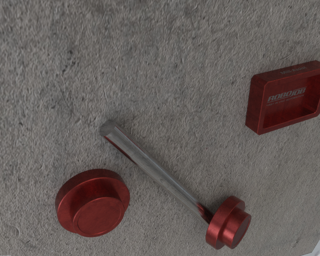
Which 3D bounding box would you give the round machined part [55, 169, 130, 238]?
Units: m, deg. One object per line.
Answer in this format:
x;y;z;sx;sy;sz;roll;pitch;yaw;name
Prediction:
-0.086;0.107;0.415;0.099;0.042;0.097;-14;124;-21;round machined part

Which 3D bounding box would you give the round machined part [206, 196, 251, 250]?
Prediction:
0.127;0.174;0.550;0.099;0.042;0.097;-33;136;-38;round machined part

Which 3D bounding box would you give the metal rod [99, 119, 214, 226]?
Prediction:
0.016;0.084;0.467;0.025;0.025;0.300;-42;130;1;metal rod

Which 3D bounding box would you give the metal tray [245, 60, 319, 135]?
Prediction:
0.199;-0.048;0.482;0.131;0.030;0.089;-16;125;-20;metal tray
